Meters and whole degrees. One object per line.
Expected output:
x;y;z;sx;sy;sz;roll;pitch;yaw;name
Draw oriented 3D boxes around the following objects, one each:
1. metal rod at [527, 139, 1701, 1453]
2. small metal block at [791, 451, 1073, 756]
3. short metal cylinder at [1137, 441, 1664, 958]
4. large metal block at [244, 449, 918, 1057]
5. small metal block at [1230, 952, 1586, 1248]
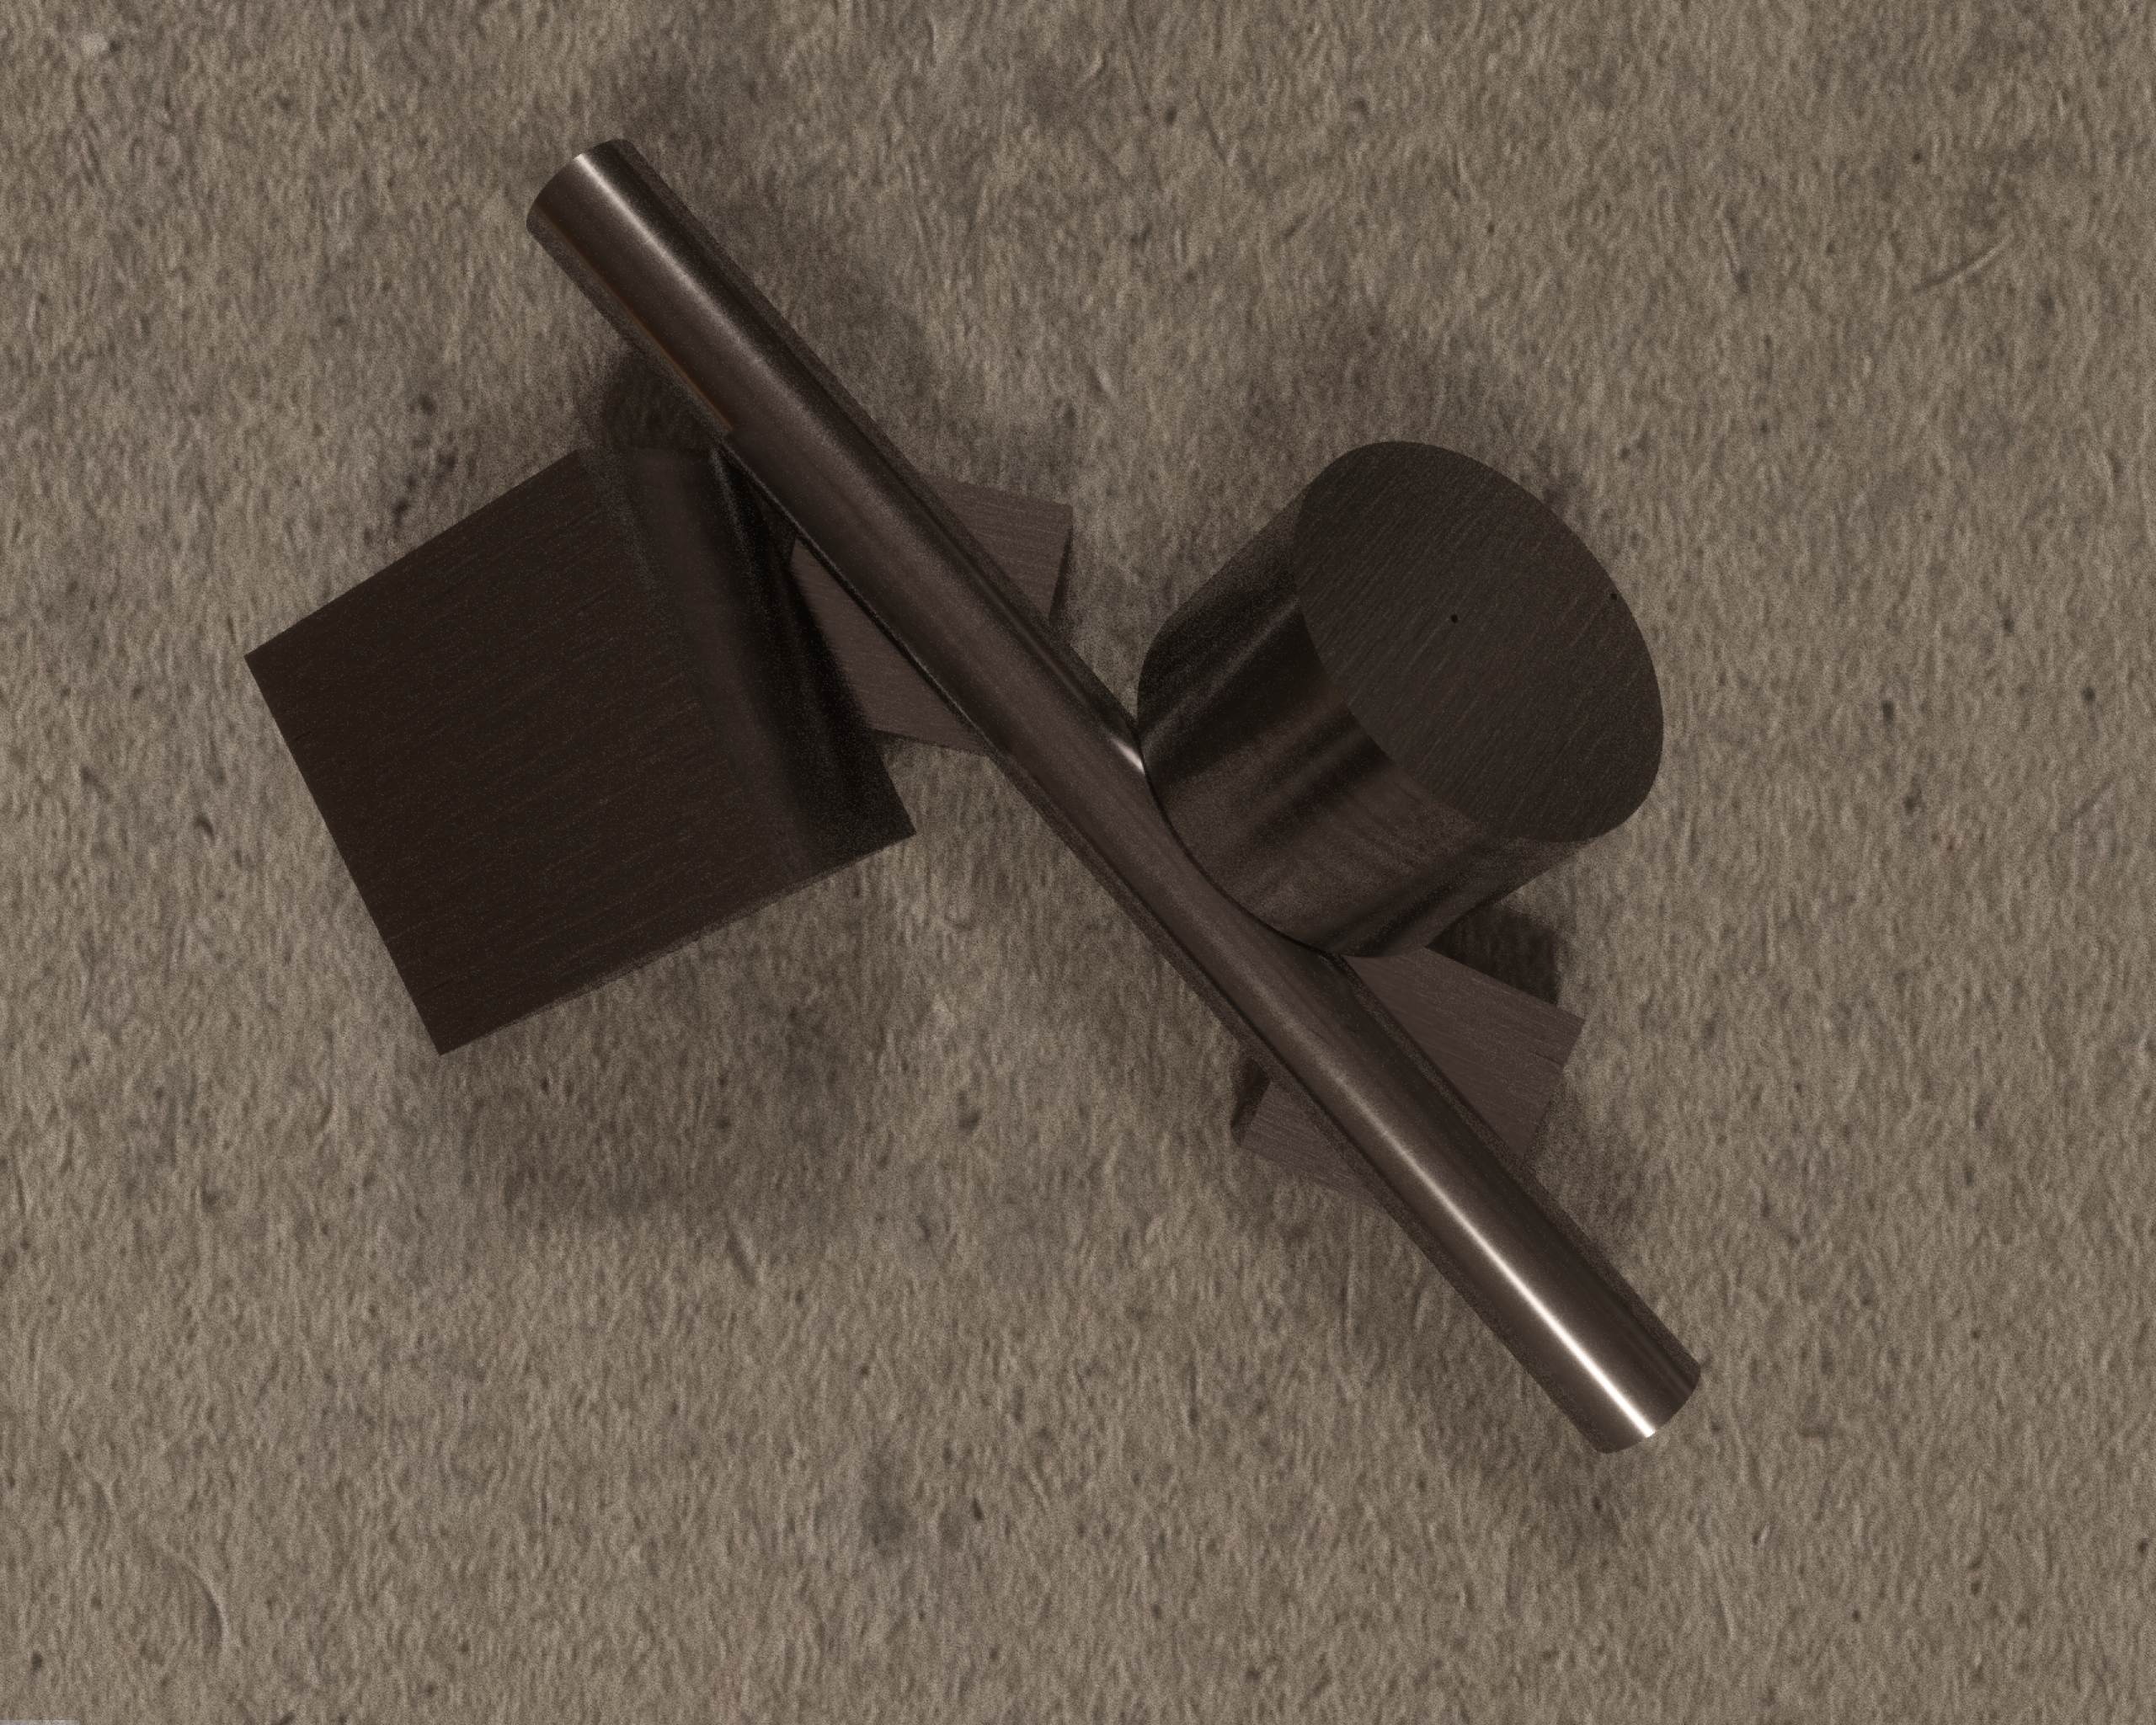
0.007;-0.012;0.386;0.025;0.025;0.300;-41;91;0;metal rod
-0.031;-0.049;0.411;0.050;0.025;0.050;12;90;-1;small metal block
0.058;-0.029;0.379;0.081;0.050;0.080;16;57;-25;short metal cylinder
-0.090;-0.021;0.381;0.080;0.050;0.080;-25;91;23;large metal block
0.064;0.042;0.412;0.050;0.025;0.050;24;90;-1;small metal block
